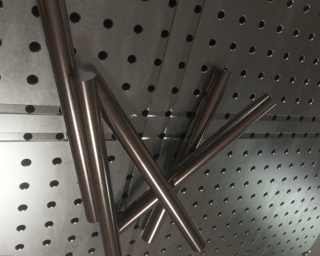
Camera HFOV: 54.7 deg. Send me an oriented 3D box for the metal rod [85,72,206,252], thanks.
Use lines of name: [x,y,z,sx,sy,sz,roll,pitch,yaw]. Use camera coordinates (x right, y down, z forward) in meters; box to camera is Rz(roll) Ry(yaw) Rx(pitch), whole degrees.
metal rod: [-0.009,0.061,0.404,0.025,0.025,0.299,-34,116,-7]

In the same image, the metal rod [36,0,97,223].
metal rod: [-0.096,0.000,0.359,0.025,0.025,0.298,-15,125,-20]

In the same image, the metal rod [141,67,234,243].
metal rod: [0.033,0.053,0.463,0.025,0.025,0.298,9,114,-33]

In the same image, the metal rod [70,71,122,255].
metal rod: [-0.073,0.074,0.388,0.025,0.025,0.298,-15,125,-20]

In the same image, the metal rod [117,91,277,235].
metal rod: [0.036,0.059,0.438,0.300,0.025,0.025,-42,130,13]
